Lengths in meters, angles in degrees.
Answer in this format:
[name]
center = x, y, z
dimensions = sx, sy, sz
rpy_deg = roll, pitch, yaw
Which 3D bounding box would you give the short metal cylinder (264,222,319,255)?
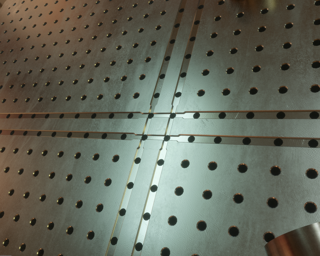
[short metal cylinder]
center = 0.129, 0.108, 0.239
dimensions = 0.080, 0.080, 0.050
rpy_deg = -23, 53, 14
